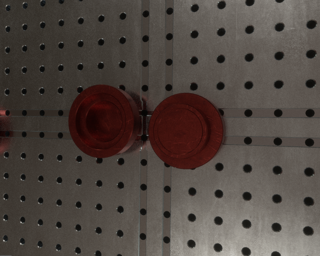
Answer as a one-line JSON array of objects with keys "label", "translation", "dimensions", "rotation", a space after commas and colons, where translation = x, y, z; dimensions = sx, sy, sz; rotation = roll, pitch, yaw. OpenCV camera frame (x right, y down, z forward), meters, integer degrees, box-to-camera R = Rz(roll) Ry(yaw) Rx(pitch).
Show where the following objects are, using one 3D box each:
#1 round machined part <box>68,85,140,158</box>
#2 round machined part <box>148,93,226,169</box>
[{"label": "round machined part", "translation": [-0.073, -0.009, 0.428], "dimensions": [0.098, 0.042, 0.097], "rotation": [0, 90, 19]}, {"label": "round machined part", "translation": [0.030, 0.004, 0.392], "dimensions": [0.098, 0.042, 0.097], "rotation": [0, 90, 19]}]
